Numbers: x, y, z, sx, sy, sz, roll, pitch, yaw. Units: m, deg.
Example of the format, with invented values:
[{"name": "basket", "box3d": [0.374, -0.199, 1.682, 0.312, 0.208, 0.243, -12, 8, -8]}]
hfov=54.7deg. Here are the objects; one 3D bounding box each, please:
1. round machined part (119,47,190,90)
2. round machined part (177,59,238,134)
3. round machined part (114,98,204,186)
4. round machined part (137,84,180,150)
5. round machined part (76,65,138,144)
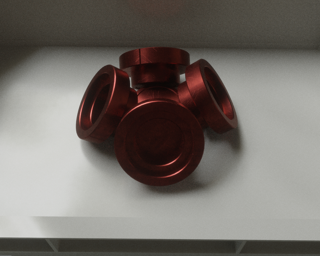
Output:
[{"name": "round machined part", "box3d": [-0.007, -0.078, 0.433, 0.099, 0.098, 0.042, -3, 88, -3]}, {"name": "round machined part", "box3d": [0.058, -0.036, 0.400, 0.042, 0.098, 0.098, -27, 45, 25]}, {"name": "round machined part", "box3d": [-0.001, 0.013, 0.356, 0.099, 0.097, 0.042, -1, 14, -1]}, {"name": "round machined part", "box3d": [-0.003, -0.021, 0.409, 0.099, 0.042, 0.098, 0, 50, 0]}, {"name": "round machined part", "box3d": [-0.064, -0.026, 0.389, 0.042, 0.098, 0.098, 22, 41, -32]}]
